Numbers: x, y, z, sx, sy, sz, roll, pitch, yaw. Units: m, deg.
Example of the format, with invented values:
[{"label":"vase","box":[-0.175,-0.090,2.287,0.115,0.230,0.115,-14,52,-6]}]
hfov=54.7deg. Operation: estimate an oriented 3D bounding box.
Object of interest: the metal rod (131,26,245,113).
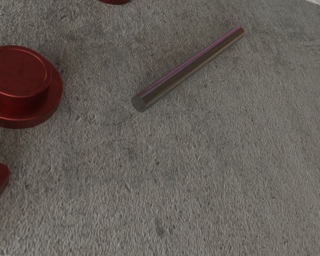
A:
[{"label":"metal rod","box":[0.062,-0.107,0.502,0.025,0.025,0.302,47,51,4]}]

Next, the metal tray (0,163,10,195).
[{"label":"metal tray","box":[-0.211,0.048,0.257,0.131,0.030,0.090,28,52,-11]}]

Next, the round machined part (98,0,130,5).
[{"label":"round machined part","box":[-0.083,-0.251,0.502,0.099,0.042,0.098,14,56,-21]}]

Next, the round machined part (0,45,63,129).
[{"label":"round machined part","box":[-0.157,-0.051,0.340,0.099,0.042,0.098,14,56,-21]}]
